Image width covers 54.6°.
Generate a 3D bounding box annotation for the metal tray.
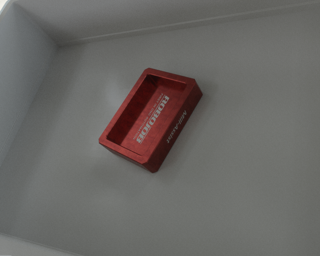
[{"bbox_3d":[-0.013,-0.015,0.419,0.090,0.030,0.130,21,73,36],"label":"metal tray"}]
